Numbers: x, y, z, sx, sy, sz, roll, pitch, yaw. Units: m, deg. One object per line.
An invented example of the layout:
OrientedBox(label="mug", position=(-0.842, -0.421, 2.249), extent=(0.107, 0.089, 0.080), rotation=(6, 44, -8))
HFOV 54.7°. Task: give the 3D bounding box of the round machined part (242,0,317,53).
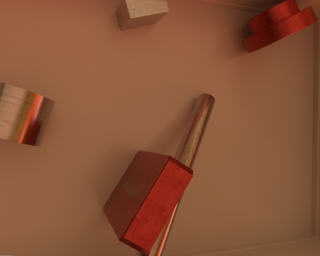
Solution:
OrientedBox(label="round machined part", position=(0.161, -0.146, 0.433), extent=(0.099, 0.098, 0.042), rotation=(-29, 98, -18))

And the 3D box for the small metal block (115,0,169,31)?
OrientedBox(label="small metal block", position=(-0.024, -0.146, 0.389), extent=(0.050, 0.050, 0.025), rotation=(-18, 97, -19))

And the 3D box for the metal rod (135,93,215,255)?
OrientedBox(label="metal rod", position=(0.014, 0.072, 0.352), extent=(0.025, 0.025, 0.300), rotation=(37, 53, -17))

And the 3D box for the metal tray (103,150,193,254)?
OrientedBox(label="metal tray", position=(-0.020, 0.073, 0.347), extent=(0.030, 0.130, 0.090), rotation=(34, 79, -14))

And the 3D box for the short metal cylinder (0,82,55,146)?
OrientedBox(label="short metal cylinder", position=(-0.158, -0.016, 0.323), extent=(0.081, 0.080, 0.050), rotation=(18, 84, -20))
